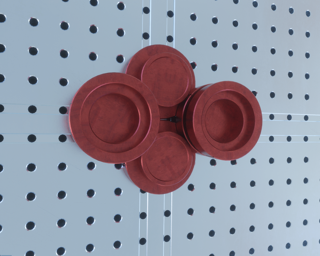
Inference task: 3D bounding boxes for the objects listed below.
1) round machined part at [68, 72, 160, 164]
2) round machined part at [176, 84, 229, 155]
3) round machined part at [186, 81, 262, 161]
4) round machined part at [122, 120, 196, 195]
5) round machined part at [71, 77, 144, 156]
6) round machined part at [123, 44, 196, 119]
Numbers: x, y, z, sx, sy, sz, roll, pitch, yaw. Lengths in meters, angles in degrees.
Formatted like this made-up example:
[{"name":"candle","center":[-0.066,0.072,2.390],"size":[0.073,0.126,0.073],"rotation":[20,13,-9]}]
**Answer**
[{"name":"round machined part","center":[-0.053,-0.011,0.349],"size":[0.099,0.042,0.097],"rotation":[0,90,-20]},{"name":"round machined part","center":[0.067,-0.010,0.427],"size":[0.099,0.042,0.097],"rotation":[0,90,-20]},{"name":"round machined part","center":[0.078,-0.009,0.397],"size":[0.099,0.042,0.097],"rotation":[0,90,-20]},{"name":"round machined part","center":[0.003,0.038,0.404],"size":[0.099,0.042,0.097],"rotation":[0,90,-20]},{"name":"round machined part","center":[-0.061,-0.011,0.380],"size":[0.099,0.042,0.097],"rotation":[0,90,-20]},{"name":"round machined part","center":[0.003,-0.060,0.404],"size":[0.099,0.042,0.097],"rotation":[0,90,-20]}]
